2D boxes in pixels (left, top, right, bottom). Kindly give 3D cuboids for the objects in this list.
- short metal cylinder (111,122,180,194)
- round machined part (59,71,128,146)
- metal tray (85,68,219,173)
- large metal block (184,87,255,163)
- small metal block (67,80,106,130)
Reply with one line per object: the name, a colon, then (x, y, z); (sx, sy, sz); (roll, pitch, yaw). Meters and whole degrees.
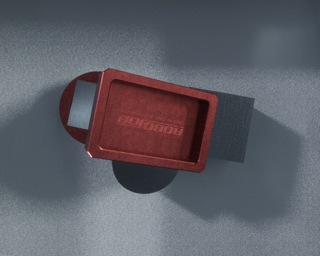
short metal cylinder: (-0.020, 0.034, 0.385); (0.081, 0.050, 0.079); (-3, 104, -12)
round machined part: (-0.081, -0.025, 0.400); (0.099, 0.042, 0.097); (0, 90, -1)
metal tray: (-0.007, -0.005, 0.337); (0.131, 0.030, 0.089); (11, 90, -20)
large metal block: (0.068, -0.004, 0.397); (0.080, 0.050, 0.080); (10, 90, -1)
small metal block: (-0.081, -0.025, 0.354); (0.025, 0.050, 0.050); (12, 90, 0)
